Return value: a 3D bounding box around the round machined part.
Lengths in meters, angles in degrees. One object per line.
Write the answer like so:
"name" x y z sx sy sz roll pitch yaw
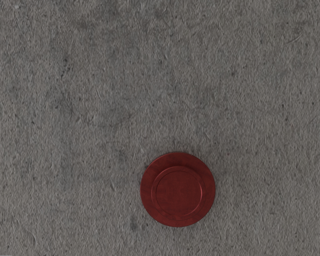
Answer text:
"round machined part" 0.023 0.080 0.402 0.099 0.042 0.097 0 90 0
